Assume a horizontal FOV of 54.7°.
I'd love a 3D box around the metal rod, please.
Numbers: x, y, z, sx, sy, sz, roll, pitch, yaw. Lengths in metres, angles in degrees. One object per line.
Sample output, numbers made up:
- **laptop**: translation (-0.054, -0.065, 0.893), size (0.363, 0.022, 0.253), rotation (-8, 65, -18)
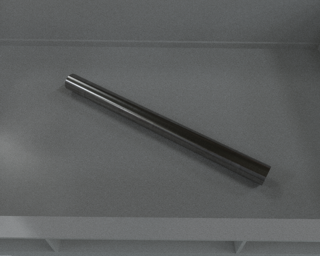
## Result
- **metal rod**: translation (-0.004, -0.007, 0.408), size (0.301, 0.025, 0.025), rotation (26, 55, 20)
